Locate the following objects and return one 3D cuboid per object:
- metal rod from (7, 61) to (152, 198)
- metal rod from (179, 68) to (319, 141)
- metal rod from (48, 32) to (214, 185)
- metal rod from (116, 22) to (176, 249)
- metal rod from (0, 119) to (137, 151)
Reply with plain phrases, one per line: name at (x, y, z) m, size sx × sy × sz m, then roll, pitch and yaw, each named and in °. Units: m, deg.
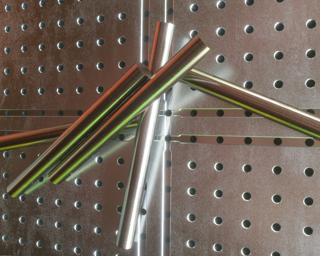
metal rod at (-0.125, 0.015, 0.430) m, size 0.299 × 0.025 × 0.025 m, roll -39°, pitch 78°, yaw 25°
metal rod at (0.145, -0.016, 0.361) m, size 0.301 × 0.025 × 0.025 m, roll 25°, pitch 98°, yaw 17°
metal rod at (-0.054, -0.009, 0.396) m, size 0.299 × 0.025 × 0.025 m, roll -39°, pitch 78°, yaw 28°
metal rod at (-0.021, 0.016, 0.406) m, size 0.025 × 0.025 × 0.298 m, roll 14°, pitch 99°, yaw 19°
metal rod at (-0.166, 0.010, 0.469) m, size 0.301 × 0.025 × 0.025 m, roll -10°, pitch 87°, yaw 19°
